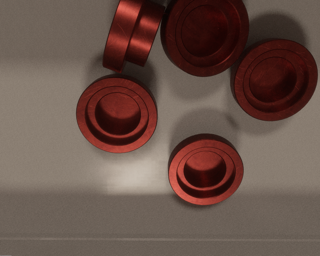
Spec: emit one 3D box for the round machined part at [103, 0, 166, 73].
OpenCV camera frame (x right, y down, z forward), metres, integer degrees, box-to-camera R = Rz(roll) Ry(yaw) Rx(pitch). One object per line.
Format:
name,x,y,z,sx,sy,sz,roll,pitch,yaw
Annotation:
round machined part,-0.025,-0.105,0.333,0.042,0.098,0.097,20,109,-7

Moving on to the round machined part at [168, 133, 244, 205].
round machined part,0.060,0.052,0.422,0.099,0.042,0.097,0,110,-1

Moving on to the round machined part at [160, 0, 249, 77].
round machined part,0.047,-0.111,0.353,0.099,0.042,0.097,-7,114,-15

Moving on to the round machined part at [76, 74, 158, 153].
round machined part,-0.052,-0.021,0.394,0.099,0.042,0.097,0,110,-1

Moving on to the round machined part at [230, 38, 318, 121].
round machined part,0.135,-0.061,0.382,0.099,0.042,0.097,0,110,-1
